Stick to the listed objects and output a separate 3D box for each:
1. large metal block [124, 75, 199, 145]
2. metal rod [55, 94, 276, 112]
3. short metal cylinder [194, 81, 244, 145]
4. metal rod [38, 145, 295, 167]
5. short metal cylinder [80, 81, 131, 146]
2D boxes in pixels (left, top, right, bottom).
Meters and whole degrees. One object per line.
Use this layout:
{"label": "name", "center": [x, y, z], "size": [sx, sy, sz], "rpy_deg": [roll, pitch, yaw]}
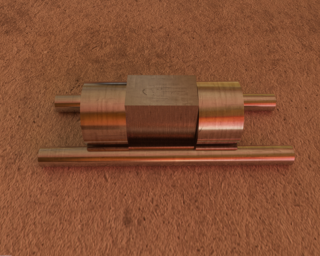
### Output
{"label": "large metal block", "center": [0.002, -0.018, 0.381], "size": [0.081, 0.080, 0.050], "rpy_deg": [0, 50, 0]}
{"label": "metal rod", "center": [0.008, -0.035, 0.434], "size": [0.302, 0.025, 0.025], "rpy_deg": [0, 50, -1]}
{"label": "short metal cylinder", "center": [0.068, -0.018, 0.384], "size": [0.050, 0.080, 0.080], "rpy_deg": [-1, 50, -1]}
{"label": "metal rod", "center": [0.008, 0.034, 0.376], "size": [0.302, 0.025, 0.025], "rpy_deg": [0, 50, -1]}
{"label": "short metal cylinder", "center": [-0.064, -0.018, 0.383], "size": [0.050, 0.080, 0.080], "rpy_deg": [-1, 50, -1]}
